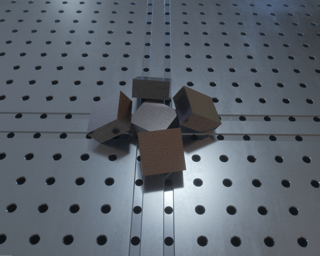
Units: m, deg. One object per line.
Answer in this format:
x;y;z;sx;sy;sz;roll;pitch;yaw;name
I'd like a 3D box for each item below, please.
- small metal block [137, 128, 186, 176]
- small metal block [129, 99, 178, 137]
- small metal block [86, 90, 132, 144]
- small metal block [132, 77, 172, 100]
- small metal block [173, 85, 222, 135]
0.001;0.028;0.368;0.050;0.025;0.050;-7;86;-6;small metal block
-0.008;-0.008;0.413;0.050;0.025;0.050;25;54;19;small metal block
-0.065;-0.014;0.404;0.050;0.025;0.050;-24;45;25;small metal block
-0.010;-0.057;0.439;0.050;0.025;0.050;5;14;4;small metal block
0.049;-0.023;0.412;0.050;0.025;0.050;18;41;-32;small metal block
